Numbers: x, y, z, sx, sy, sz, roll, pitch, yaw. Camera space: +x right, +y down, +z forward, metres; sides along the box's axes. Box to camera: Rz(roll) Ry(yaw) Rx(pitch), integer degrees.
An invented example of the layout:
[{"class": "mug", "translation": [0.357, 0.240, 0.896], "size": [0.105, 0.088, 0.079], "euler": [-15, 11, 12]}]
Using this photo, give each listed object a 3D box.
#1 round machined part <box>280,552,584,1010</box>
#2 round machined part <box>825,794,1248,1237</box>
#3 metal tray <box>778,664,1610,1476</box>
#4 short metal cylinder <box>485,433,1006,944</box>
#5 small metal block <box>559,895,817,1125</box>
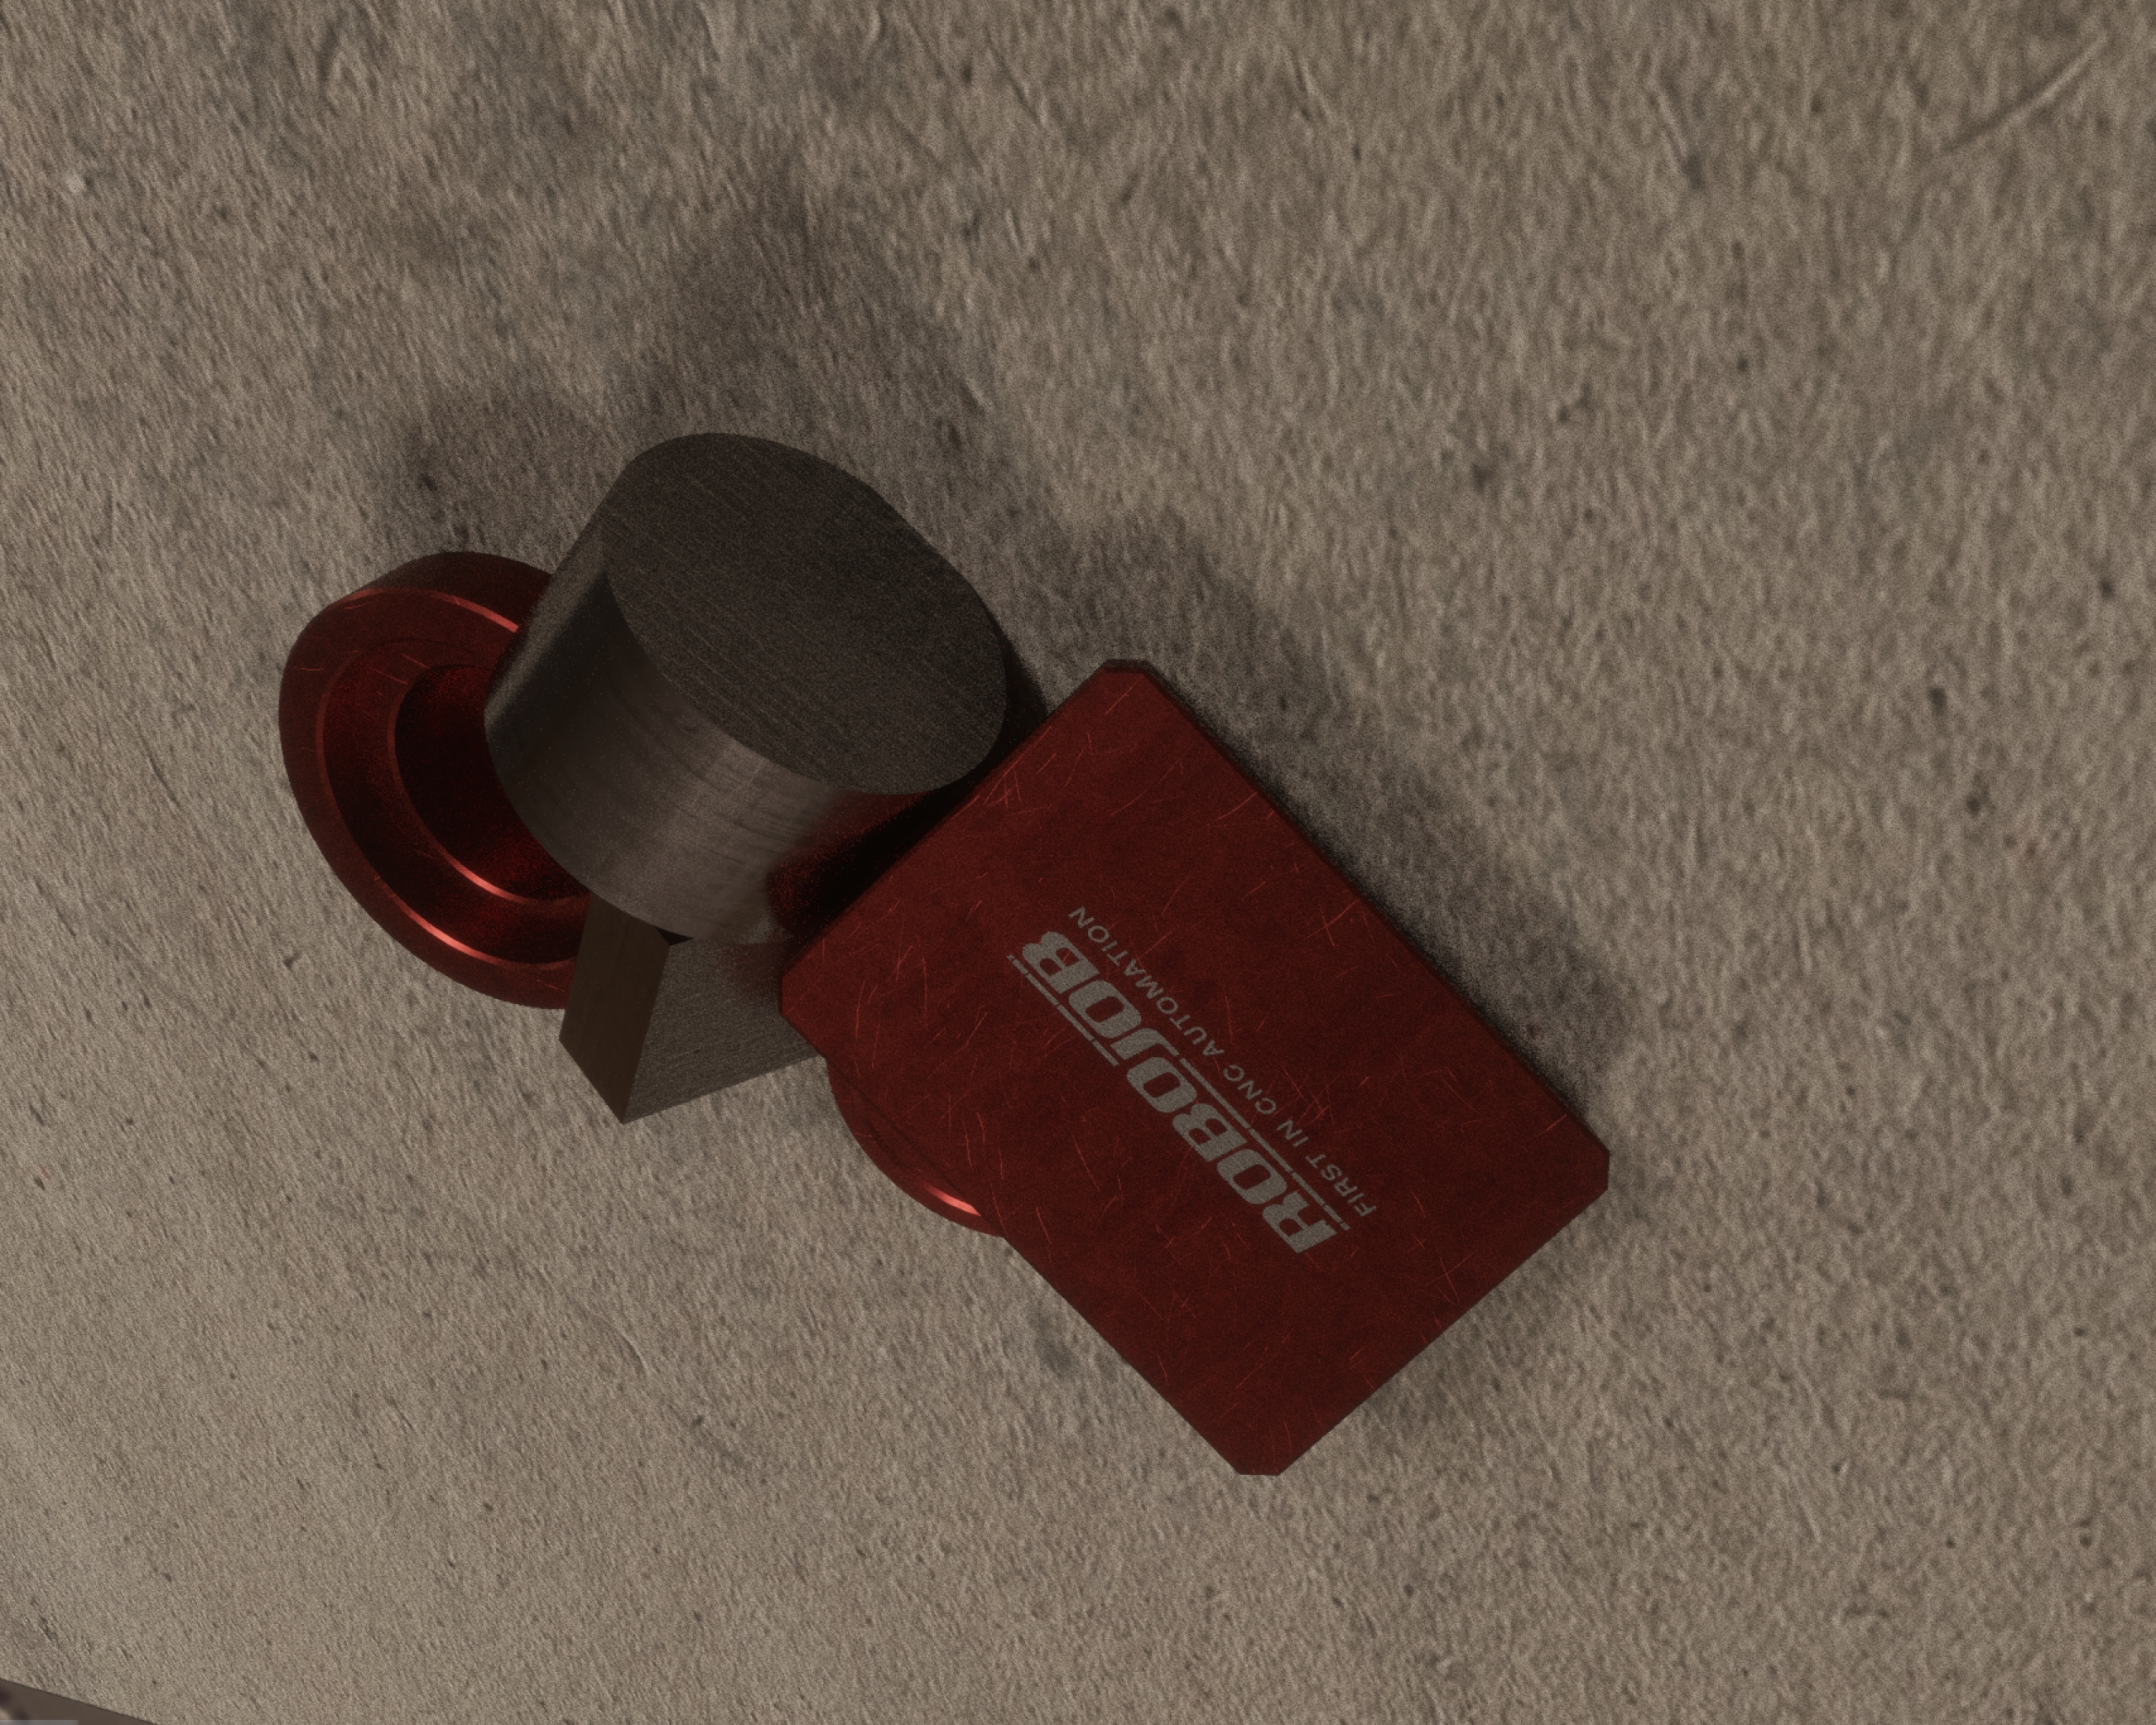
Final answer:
[{"class": "round machined part", "translation": [-0.116, -0.021, 0.443], "size": [0.098, 0.042, 0.097], "euler": [13, 124, 20]}, {"class": "round machined part", "translation": [-0.012, 0.038, 0.425], "size": [0.098, 0.042, 0.097], "euler": [13, 124, 20]}, {"class": "metal tray", "translation": [0.021, 0.037, 0.387], "size": [0.090, 0.030, 0.130], "euler": [-43, 95, 7]}, {"class": "short metal cylinder", "translation": [-0.061, -0.032, 0.384], "size": [0.080, 0.080, 0.050], "euler": [44, 129, -3]}, {"class": "small metal block", "translation": [-0.071, 0.020, 0.417], "size": [0.025, 0.050, 0.050], "euler": [46, 133, 28]}]
